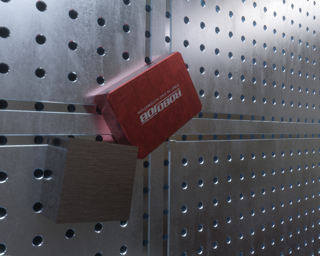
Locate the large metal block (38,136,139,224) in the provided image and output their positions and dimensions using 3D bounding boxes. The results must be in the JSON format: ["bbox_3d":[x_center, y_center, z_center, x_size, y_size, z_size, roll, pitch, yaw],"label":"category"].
[{"bbox_3d":[-0.075,0.054,0.330,0.081,0.050,0.080,11,83,-40],"label":"large metal block"}]

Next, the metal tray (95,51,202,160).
[{"bbox_3d":[-0.008,-0.031,0.399,0.131,0.030,0.090,-39,114,-33],"label":"metal tray"}]
